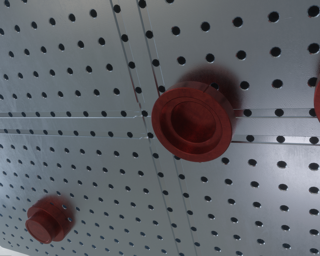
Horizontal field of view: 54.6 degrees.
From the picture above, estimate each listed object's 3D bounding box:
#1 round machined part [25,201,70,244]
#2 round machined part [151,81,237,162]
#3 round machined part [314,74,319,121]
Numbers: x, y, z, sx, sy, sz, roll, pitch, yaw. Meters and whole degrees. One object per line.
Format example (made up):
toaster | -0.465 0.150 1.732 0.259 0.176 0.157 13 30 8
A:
round machined part | -0.244 0.206 0.658 0.098 0.042 0.097 13 124 21
round machined part | 0.043 -0.011 0.371 0.098 0.042 0.097 13 124 21
round machined part | 0.193 -0.033 0.278 0.098 0.042 0.097 13 124 21
